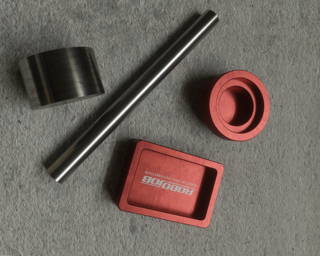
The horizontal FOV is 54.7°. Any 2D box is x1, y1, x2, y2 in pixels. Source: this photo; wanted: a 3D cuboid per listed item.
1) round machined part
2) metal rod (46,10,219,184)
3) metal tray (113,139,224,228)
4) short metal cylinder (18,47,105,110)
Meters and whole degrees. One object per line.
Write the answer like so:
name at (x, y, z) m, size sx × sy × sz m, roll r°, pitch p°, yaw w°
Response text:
round machined part at (0.102, -0.030, 0.439) m, size 0.099 × 0.042 × 0.097 m, roll 0°, pitch 90°, yaw -21°
metal rod at (-0.026, -0.049, 0.400) m, size 0.025 × 0.025 × 0.301 m, roll 46°, pitch 75°, yaw -15°
metal tray at (0.014, 0.074, 0.412) m, size 0.131 × 0.030 × 0.090 m, roll 18°, pitch 84°, yaw -20°
short metal cylinder at (-0.106, -0.053, 0.341) m, size 0.081 × 0.080 × 0.050 m, roll -16°, pitch 96°, yaw -20°
